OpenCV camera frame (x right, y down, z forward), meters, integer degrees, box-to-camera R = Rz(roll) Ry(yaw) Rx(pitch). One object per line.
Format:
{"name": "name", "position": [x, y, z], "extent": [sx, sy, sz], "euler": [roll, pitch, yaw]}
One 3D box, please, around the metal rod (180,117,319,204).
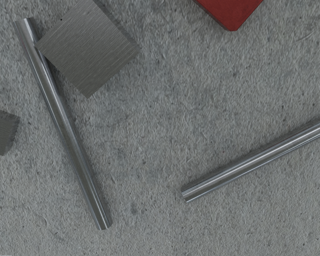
{"name": "metal rod", "position": [0.165, 0.026, 0.421], "extent": [0.300, 0.025, 0.025], "euler": [-29, 108, 9]}

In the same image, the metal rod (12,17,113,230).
{"name": "metal rod", "position": [-0.121, 0.009, 0.411], "extent": [0.025, 0.025, 0.298], "euler": [-14, 110, 5]}

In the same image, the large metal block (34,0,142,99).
{"name": "large metal block", "position": [-0.080, -0.095, 0.361], "extent": [0.080, 0.050, 0.080], "euler": [-39, 106, 13]}

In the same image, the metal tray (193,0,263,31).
{"name": "metal tray", "position": [0.062, -0.183, 0.341], "extent": [0.130, 0.030, 0.090], "euler": [37, 106, -13]}

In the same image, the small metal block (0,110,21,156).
{"name": "small metal block", "position": [-0.220, 0.002, 0.408], "extent": [0.050, 0.025, 0.050], "euler": [22, 109, -8]}
